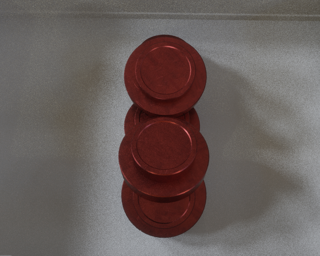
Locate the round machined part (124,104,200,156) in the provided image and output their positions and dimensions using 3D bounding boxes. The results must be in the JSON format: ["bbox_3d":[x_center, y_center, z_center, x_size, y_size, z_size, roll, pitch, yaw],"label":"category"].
[{"bbox_3d":[0.003,-0.004,0.401,0.099,0.042,0.098,0,69,0],"label":"round machined part"}]

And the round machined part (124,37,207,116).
[{"bbox_3d":[0.006,-0.062,0.367,0.099,0.042,0.097,0,82,0],"label":"round machined part"}]

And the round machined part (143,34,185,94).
[{"bbox_3d":[0.006,-0.089,0.420,0.099,0.042,0.098,0,54,0],"label":"round machined part"}]

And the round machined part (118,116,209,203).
[{"bbox_3d":[0.004,0.027,0.335,0.099,0.042,0.098,0,59,0],"label":"round machined part"}]

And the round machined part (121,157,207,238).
[{"bbox_3d":[0.004,0.077,0.356,0.099,0.042,0.097,0,85,0],"label":"round machined part"}]
